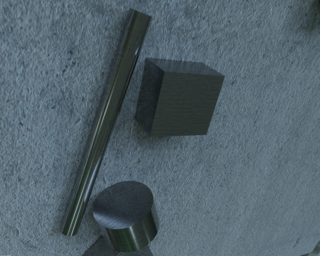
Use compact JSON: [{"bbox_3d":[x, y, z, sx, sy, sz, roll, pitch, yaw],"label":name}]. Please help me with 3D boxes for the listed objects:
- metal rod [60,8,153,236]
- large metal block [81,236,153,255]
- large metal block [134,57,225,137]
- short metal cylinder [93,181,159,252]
[{"bbox_3d":[-0.072,0.009,0.373,0.025,0.025,0.298,9,114,-32],"label":"metal rod"},{"bbox_3d":[-0.067,0.209,0.483,0.080,0.050,0.080,-47,129,4],"label":"large metal block"},{"bbox_3d":[0.022,-0.037,0.380,0.081,0.050,0.079,-1,119,-28],"label":"large metal block"},{"bbox_3d":[-0.044,0.118,0.420,0.081,0.080,0.050,-22,127,-15],"label":"short metal cylinder"}]
